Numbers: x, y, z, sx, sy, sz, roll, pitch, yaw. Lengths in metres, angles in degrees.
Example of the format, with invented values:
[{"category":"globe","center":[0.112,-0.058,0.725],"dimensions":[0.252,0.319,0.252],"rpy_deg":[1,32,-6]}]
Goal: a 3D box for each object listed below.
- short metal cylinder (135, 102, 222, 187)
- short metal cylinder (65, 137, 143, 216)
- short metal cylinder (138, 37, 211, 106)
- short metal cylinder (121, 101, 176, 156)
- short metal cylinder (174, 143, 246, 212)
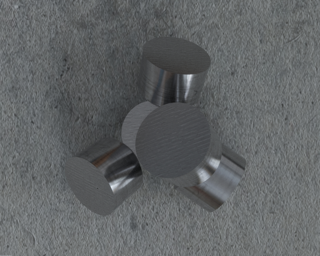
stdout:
[{"category":"short metal cylinder","center":[0.021,0.019,0.332],"dimensions":[0.080,0.050,0.080],"rpy_deg":[-8,67,21]},{"category":"short metal cylinder","center":[-0.068,0.058,0.377],"dimensions":[0.080,0.050,0.079],"rpy_deg":[19,125,29]},{"category":"short metal cylinder","center":[0.016,-0.068,0.377],"dimensions":[0.080,0.080,0.050],"rpy_deg":[14,133,0]},{"category":"short metal cylinder","center":[-0.006,0.006,0.398],"dimensions":[0.081,0.050,0.080],"rpy_deg":[0,90,-1]},{"category":"short metal cylinder","center":[0.061,0.056,0.384],"dimensions":[0.050,0.080,0.080],"rpy_deg":[35,90,0]}]
